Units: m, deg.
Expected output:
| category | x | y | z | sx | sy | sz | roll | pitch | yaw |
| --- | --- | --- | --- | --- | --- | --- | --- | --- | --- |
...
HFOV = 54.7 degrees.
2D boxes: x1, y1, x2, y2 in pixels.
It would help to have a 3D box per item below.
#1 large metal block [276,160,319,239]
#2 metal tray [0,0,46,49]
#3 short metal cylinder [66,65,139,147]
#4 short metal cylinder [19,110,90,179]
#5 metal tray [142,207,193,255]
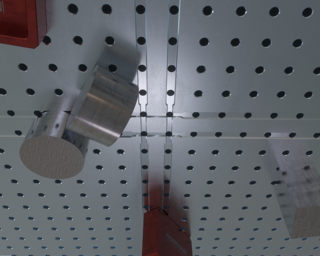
| category | x | y | z | sx | sy | sz | roll | pitch | yaw |
| --- | --- | --- | --- | --- | --- | --- | --- | --- | --- |
| large metal block | 0.215 | 0.109 | 0.470 | 0.050 | 0.080 | 0.080 | -8 | 130 | 7 |
| metal tray | -0.157 | -0.144 | 0.283 | 0.091 | 0.030 | 0.129 | 8 | 130 | -7 |
| short metal cylinder | -0.066 | -0.025 | 0.354 | 0.050 | 0.080 | 0.080 | 26 | 125 | -21 |
| short metal cylinder | -0.137 | 0.023 | 0.414 | 0.081 | 0.050 | 0.079 | 0 | 130 | 0 |
| metal tray | 0.017 | 0.214 | 0.551 | 0.030 | 0.090 | 0.130 | -24 | 126 | 19 |
